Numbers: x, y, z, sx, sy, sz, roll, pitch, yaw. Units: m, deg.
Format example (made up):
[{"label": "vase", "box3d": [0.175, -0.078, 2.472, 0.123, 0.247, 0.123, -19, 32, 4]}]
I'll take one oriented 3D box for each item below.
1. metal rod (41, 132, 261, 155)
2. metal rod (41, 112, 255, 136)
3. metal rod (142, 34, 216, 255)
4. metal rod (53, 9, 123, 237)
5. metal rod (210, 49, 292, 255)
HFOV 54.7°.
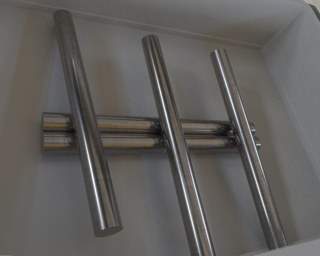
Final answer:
[{"label": "metal rod", "box3d": [0.009, 0.020, 0.398, 0.303, 0.025, 0.025, 2, 61, -28]}, {"label": "metal rod", "box3d": [0.005, -0.001, 0.409, 0.303, 0.025, 0.025, 2, 61, -28]}, {"label": "metal rod", "box3d": [0.016, 0.007, 0.378, 0.025, 0.025, 0.299, 1, 61, -28]}, {"label": "metal rod", "box3d": [-0.088, -0.031, 0.345, 0.025, 0.025, 0.299, -1, 54, -29]}, {"label": "metal rod", "box3d": [0.120, 0.028, 0.425, 0.025, 0.025, 0.299, -4, 72, -30]}]
